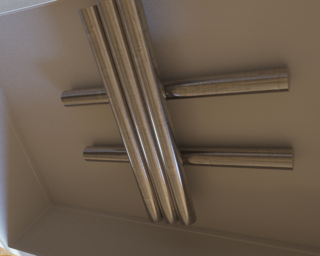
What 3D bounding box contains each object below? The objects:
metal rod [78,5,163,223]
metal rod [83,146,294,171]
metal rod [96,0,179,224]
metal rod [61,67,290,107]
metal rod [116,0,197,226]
[{"bbox_3d":[-0.040,0.000,0.395,0.025,0.025,0.298,-1,118,29],"label":"metal rod"},{"bbox_3d":[0.018,0.038,0.421,0.300,0.025,0.025,-1,118,28],"label":"metal rod"},{"bbox_3d":[-0.018,-0.002,0.382,0.025,0.025,0.298,-1,118,29],"label":"metal rod"},{"bbox_3d":[-0.003,-0.046,0.381,0.300,0.025,0.025,-1,118,28],"label":"metal rod"},{"bbox_3d":[0.003,-0.004,0.369,0.025,0.025,0.298,-1,118,29],"label":"metal rod"}]
